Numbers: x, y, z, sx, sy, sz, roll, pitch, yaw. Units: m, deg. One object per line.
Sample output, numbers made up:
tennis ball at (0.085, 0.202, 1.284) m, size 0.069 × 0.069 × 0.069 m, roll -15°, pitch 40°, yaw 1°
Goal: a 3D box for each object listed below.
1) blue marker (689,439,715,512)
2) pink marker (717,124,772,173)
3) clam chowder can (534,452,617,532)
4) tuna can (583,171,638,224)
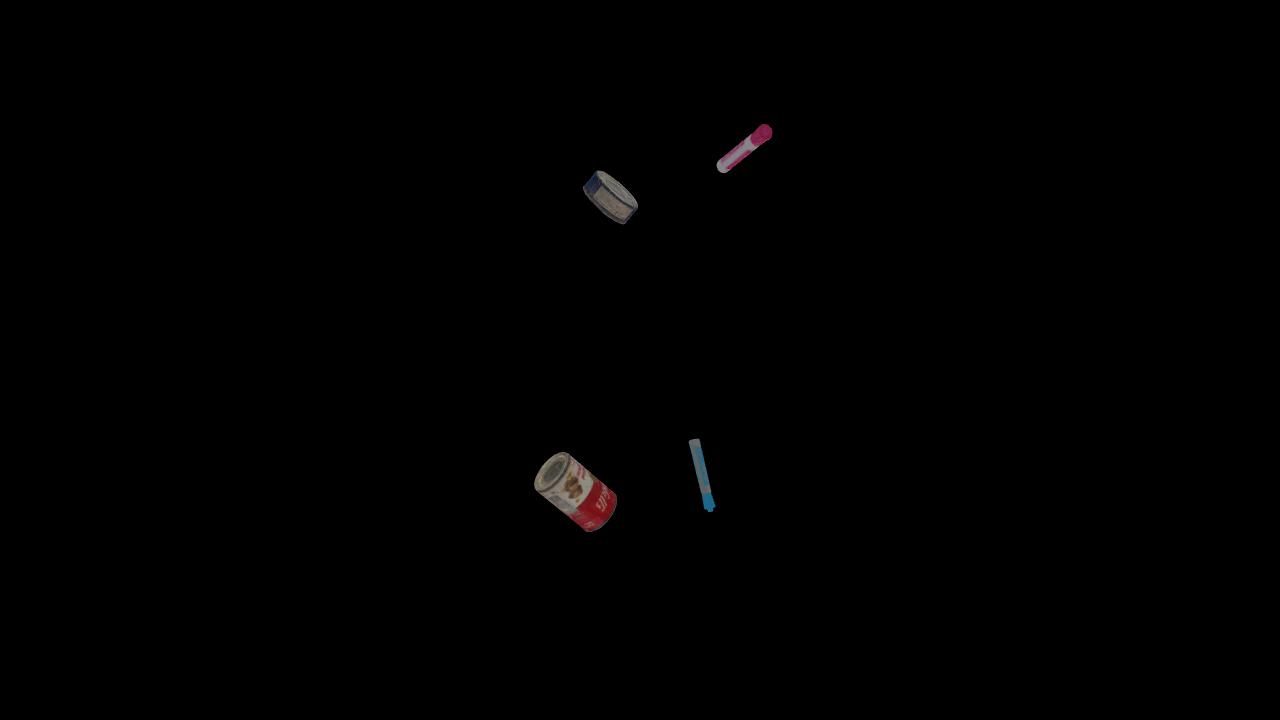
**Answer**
blue marker at (0.102, 0.189, 1.010) m, size 0.020 × 0.121 × 0.020 m, roll -10°, pitch -25°, yaw -4°
pink marker at (0.127, -0.257, 0.751) m, size 0.020 × 0.020 × 0.121 m, roll 0°, pitch -2°, yaw -17°
clam chowder can at (-0.090, 0.184, 0.861) m, size 0.102 × 0.068 × 0.068 m, roll 45°, pitch -23°, yaw -24°
tuna can at (-0.043, -0.246, 0.927) m, size 0.034 × 0.084 × 0.084 m, roll -46°, pitch -21°, yaw 22°
